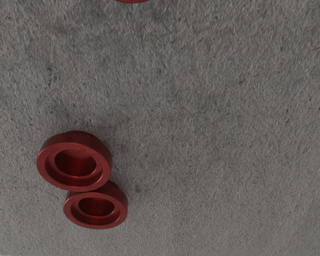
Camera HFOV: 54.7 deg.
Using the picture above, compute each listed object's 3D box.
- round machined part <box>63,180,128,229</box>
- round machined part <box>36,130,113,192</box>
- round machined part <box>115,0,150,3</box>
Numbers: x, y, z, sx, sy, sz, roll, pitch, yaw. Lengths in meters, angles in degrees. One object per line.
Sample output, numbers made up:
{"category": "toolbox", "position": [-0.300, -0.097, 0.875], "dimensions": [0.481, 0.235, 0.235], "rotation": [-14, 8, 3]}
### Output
{"category": "round machined part", "position": [-0.100, 0.117, 0.494], "dimensions": [0.099, 0.042, 0.097], "rotation": [0, 130, 0]}
{"category": "round machined part", "position": [-0.115, 0.042, 0.431], "dimensions": [0.099, 0.042, 0.097], "rotation": [0, 130, 0]}
{"category": "round machined part", "position": [-0.027, -0.155, 0.263], "dimensions": [0.099, 0.042, 0.097], "rotation": [0, 130, 0]}
